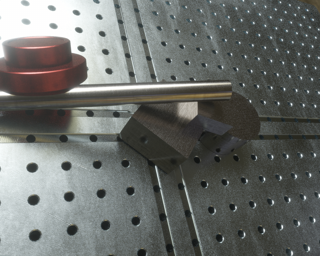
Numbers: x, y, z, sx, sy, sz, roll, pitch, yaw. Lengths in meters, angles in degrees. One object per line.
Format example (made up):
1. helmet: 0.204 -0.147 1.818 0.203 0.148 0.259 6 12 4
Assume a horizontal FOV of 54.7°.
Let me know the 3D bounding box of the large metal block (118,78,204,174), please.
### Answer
1. large metal block: 0.007 -0.003 0.396 0.080 0.050 0.080 38 51 -3

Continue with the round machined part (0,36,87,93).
1. round machined part: -0.131 -0.074 0.338 0.099 0.042 0.098 1 26 0

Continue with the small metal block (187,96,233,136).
1. small metal block: 0.063 -0.024 0.391 0.050 0.025 0.050 17 55 -19

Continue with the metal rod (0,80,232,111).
1. metal rod: -0.067 -0.036 0.339 0.302 0.025 0.025 -4 62 -11

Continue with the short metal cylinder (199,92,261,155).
1. short metal cylinder: 0.097 -0.008 0.451 0.081 0.050 0.080 14 56 -21
